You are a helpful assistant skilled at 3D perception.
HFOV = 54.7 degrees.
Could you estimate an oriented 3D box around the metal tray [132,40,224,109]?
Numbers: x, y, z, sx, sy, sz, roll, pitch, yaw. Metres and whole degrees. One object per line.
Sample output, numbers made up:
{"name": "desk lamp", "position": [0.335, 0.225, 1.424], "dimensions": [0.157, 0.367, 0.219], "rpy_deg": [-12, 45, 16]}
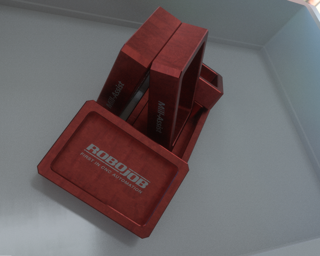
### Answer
{"name": "metal tray", "position": [0.030, -0.088, 0.450], "dimensions": [0.130, 0.030, 0.090], "rpy_deg": [34, 26, -6]}

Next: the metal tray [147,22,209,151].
{"name": "metal tray", "position": [0.018, -0.041, 0.357], "dimensions": [0.030, 0.129, 0.090], "rpy_deg": [20, 50, 12]}

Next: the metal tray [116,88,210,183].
{"name": "metal tray", "position": [0.005, -0.003, 0.406], "dimensions": [0.090, 0.030, 0.130], "rpy_deg": [34, 51, -6]}

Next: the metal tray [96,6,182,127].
{"name": "metal tray", "position": [-0.031, -0.065, 0.359], "dimensions": [0.030, 0.129, 0.090], "rpy_deg": [34, 51, -5]}

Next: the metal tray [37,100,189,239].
{"name": "metal tray", "position": [-0.046, 0.043, 0.328], "dimensions": [0.130, 0.030, 0.090], "rpy_deg": [35, 75, -6]}
